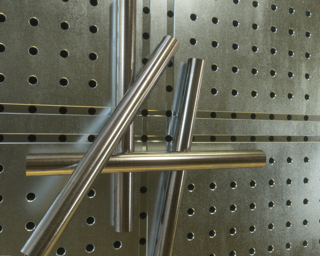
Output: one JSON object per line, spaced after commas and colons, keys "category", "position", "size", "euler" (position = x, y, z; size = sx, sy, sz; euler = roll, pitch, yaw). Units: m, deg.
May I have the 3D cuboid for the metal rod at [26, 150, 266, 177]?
{"category": "metal rod", "position": [-0.001, 0.041, 0.384], "size": [0.302, 0.025, 0.025], "euler": [1, 90, -20]}

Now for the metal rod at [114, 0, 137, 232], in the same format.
{"category": "metal rod", "position": [-0.044, -0.020, 0.395], "size": [0.025, 0.025, 0.298], "euler": [1, 90, -20]}

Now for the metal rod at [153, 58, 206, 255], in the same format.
{"category": "metal rod", "position": [0.025, 0.053, 0.421], "size": [0.025, 0.025, 0.299], "euler": [12, 86, -20]}

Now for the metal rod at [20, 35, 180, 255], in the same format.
{"category": "metal rod", "position": [-0.051, 0.001, 0.351], "size": [0.025, 0.025, 0.300], "euler": [38, 62, -16]}
